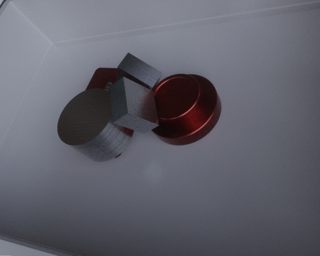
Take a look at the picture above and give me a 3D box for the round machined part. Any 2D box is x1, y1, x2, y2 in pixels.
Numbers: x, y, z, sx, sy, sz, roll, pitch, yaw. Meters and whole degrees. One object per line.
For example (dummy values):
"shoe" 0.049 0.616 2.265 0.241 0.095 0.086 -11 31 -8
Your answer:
"round machined part" 0.025 -0.031 0.397 0.098 0.042 0.098 -13 56 20

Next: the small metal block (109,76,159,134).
"small metal block" -0.031 -0.026 0.368 0.025 0.050 0.050 -30 56 33

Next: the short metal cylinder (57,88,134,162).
"short metal cylinder" -0.080 -0.003 0.392 0.080 0.050 0.080 -13 56 20

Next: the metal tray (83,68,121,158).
"metal tray" -0.077 -0.027 0.453 0.090 0.030 0.130 8 66 31

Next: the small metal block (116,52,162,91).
"small metal block" -0.029 -0.065 0.409 0.050 0.050 0.025 31 70 0
